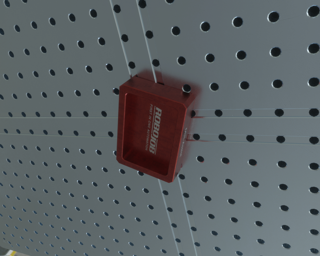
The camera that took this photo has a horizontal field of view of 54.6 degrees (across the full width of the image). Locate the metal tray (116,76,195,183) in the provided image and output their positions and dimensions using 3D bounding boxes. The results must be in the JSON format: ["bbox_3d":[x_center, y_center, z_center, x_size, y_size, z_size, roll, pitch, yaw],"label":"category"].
[{"bbox_3d":[-0.010,0.005,0.417,0.090,0.030,0.129,19,126,16],"label":"metal tray"}]
